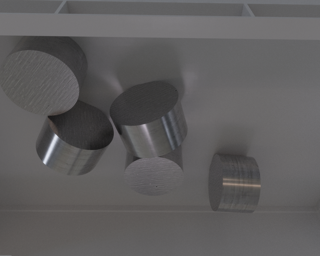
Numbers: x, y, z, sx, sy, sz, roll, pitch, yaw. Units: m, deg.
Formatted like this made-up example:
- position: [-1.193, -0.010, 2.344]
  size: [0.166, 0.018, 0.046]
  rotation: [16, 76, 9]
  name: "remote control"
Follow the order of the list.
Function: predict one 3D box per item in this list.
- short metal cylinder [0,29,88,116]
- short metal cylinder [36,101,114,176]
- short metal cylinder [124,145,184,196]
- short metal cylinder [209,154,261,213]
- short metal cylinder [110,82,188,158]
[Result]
- position: [-0.125, -0.060, 0.340]
  size: [0.081, 0.050, 0.079]
  rotation: [0, 130, 0]
  name: "short metal cylinder"
- position: [-0.104, 0.011, 0.382]
  size: [0.080, 0.080, 0.050]
  rotation: [23, 126, -19]
  name: "short metal cylinder"
- position: [-0.008, 0.050, 0.435]
  size: [0.081, 0.050, 0.079]
  rotation: [0, 130, 0]
  name: "short metal cylinder"
- position: [0.103, 0.079, 0.441]
  size: [0.050, 0.080, 0.079]
  rotation: [5, 130, -4]
  name: "short metal cylinder"
- position: [-0.012, -0.011, 0.363]
  size: [0.080, 0.080, 0.050]
  rotation: [-11, 129, 9]
  name: "short metal cylinder"
